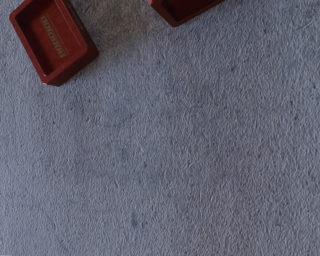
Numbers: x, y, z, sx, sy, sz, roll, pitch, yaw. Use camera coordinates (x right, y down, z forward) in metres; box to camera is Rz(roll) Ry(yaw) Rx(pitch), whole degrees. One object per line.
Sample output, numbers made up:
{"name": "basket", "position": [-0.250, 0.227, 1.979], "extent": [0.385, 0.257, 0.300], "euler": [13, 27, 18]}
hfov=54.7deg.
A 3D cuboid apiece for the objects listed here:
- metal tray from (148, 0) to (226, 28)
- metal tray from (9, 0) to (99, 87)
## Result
{"name": "metal tray", "position": [0.054, -0.171, 0.355], "extent": [0.130, 0.090, 0.030], "euler": [-24, 82, 18]}
{"name": "metal tray", "position": [-0.160, -0.139, 0.462], "extent": [0.090, 0.030, 0.130], "euler": [-33, 80, 17]}
